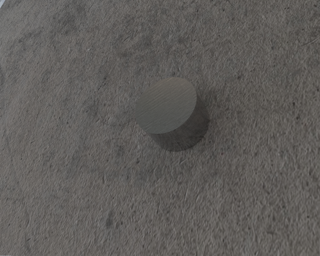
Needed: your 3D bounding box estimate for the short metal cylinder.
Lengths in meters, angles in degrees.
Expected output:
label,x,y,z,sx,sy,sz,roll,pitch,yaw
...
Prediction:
label,x,y,z,sx,sy,sz,roll,pitch,yaw
short metal cylinder,0.016,-0.017,0.390,0.080,0.050,0.080,-13,56,21
